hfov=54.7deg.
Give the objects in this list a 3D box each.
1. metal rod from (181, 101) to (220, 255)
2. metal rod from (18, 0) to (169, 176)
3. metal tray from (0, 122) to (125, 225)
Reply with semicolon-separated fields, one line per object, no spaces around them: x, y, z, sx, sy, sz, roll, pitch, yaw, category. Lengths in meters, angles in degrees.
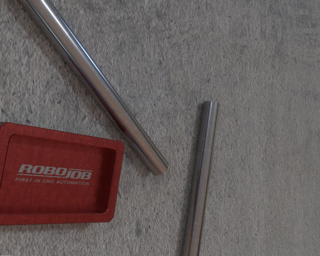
0.056;0.108;0.453;0.025;0.025;0.298;15;80;-39;metal rod
-0.076;-0.058;0.341;0.025;0.025;0.299;-50;120;-29;metal rod
-0.104;0.049;0.315;0.131;0.030;0.090;13;82;-40;metal tray
